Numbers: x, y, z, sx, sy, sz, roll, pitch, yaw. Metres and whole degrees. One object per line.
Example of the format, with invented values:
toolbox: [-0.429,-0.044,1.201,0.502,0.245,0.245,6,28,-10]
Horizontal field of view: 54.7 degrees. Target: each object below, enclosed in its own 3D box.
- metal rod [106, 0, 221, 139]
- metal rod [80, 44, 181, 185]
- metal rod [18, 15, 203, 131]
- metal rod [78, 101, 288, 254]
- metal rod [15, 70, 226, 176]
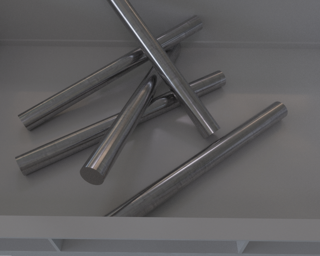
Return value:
metal rod: [-0.016,-0.115,0.421,0.025,0.025,0.299,-31,82,-23]
metal rod: [-0.021,-0.045,0.409,0.025,0.025,0.301,14,41,11]
metal rod: [-0.060,-0.087,0.451,0.301,0.025,0.025,-34,58,-16]
metal rod: [0.045,0.044,0.367,0.302,0.025,0.025,-30,56,-23]
metal rod: [-0.037,-0.015,0.417,0.302,0.025,0.025,-25,55,-20]
